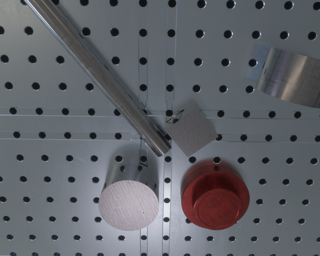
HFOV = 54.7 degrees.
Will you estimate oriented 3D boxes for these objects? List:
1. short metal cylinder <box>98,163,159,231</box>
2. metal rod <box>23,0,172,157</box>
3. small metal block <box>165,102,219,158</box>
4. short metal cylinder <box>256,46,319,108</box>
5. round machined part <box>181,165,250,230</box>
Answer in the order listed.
[{"bbox_3d":[-0.042,0.096,0.435,0.081,0.050,0.079,0,110,0],"label":"short metal cylinder"},{"bbox_3d":[-0.086,-0.080,0.382,0.025,0.025,0.300,-36,107,12],"label":"metal rod"},{"bbox_3d":[0.042,0.003,0.415,0.050,0.025,0.050,-36,107,12],"label":"small metal block"},{"bbox_3d":[0.160,-0.061,0.363,0.081,0.080,0.050,13,110,-5],"label":"short metal cylinder"},{"bbox_3d":[0.080,0.106,0.444,0.099,0.042,0.097,0,110,0],"label":"round machined part"}]
